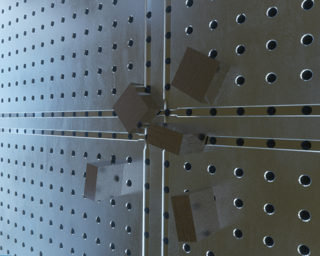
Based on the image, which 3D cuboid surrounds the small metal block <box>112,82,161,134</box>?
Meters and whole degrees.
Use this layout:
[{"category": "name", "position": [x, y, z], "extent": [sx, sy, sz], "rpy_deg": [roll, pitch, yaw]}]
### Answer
[{"category": "small metal block", "position": [-0.034, -0.027, 0.435], "extent": [0.050, 0.025, 0.050], "rpy_deg": [-49, 62, 28]}]

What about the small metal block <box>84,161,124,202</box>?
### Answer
[{"category": "small metal block", "position": [-0.082, 0.077, 0.459], "extent": [0.025, 0.050, 0.050], "rpy_deg": [11, 97, 39]}]

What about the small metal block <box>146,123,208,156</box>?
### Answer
[{"category": "small metal block", "position": [0.021, 0.012, 0.374], "extent": [0.050, 0.050, 0.025], "rpy_deg": [19, 102, 38]}]

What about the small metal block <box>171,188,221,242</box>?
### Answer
[{"category": "small metal block", "position": [0.042, 0.099, 0.357], "extent": [0.025, 0.050, 0.050], "rpy_deg": [-16, 80, 39]}]

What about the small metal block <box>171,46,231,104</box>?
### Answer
[{"category": "small metal block", "position": [0.048, -0.062, 0.369], "extent": [0.050, 0.025, 0.050], "rpy_deg": [36, 112, 33]}]
